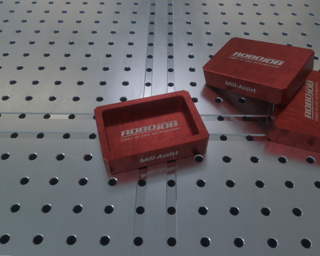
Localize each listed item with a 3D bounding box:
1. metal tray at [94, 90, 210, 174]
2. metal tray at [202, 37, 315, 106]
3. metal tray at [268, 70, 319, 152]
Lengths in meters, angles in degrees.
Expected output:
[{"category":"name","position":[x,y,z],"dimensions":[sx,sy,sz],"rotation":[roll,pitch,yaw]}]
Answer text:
[{"category":"metal tray","position":[-0.013,0.002,0.403],"dimensions":[0.131,0.030,0.090],"rotation":[-12,51,-10]},{"category":"metal tray","position":[0.140,-0.087,0.451],"dimensions":[0.130,0.030,0.090],"rotation":[23,59,37]},{"category":"metal tray","position":[0.205,-0.030,0.431],"dimensions":[0.090,0.030,0.130],"rotation":[14,51,11]}]
